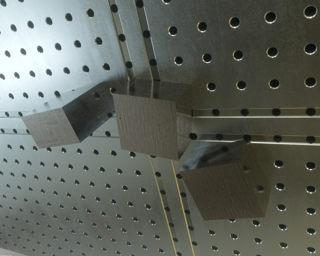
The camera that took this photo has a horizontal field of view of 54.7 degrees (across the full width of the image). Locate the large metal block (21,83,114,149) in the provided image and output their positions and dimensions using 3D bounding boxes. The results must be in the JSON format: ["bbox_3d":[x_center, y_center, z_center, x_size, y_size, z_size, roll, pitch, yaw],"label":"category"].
[{"bbox_3d":[-0.125,-0.017,0.429,0.080,0.080,0.050,-9,114,31],"label":"large metal block"}]

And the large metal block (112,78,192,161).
[{"bbox_3d":[-0.007,-0.012,0.390,0.080,0.050,0.079,9,123,23],"label":"large metal block"}]

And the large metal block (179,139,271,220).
[{"bbox_3d":[0.084,0.067,0.392,0.080,0.050,0.080,-15,111,34],"label":"large metal block"}]
